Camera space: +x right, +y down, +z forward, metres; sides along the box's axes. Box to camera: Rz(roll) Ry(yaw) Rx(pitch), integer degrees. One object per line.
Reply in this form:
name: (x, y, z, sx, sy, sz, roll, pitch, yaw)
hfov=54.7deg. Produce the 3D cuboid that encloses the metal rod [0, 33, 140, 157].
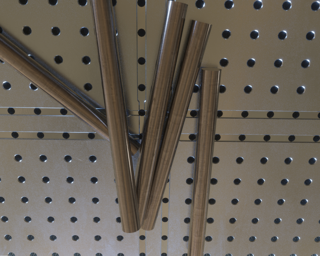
metal rod: (-0.147, -0.061, 0.388, 0.301, 0.025, 0.025, 39, 105, -14)

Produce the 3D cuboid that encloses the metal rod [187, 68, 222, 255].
metal rod: (0.060, 0.066, 0.438, 0.025, 0.025, 0.298, 1, 110, -1)

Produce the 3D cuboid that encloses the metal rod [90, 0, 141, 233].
metal rod: (-0.054, -0.010, 0.386, 0.025, 0.025, 0.298, -6, 102, 2)

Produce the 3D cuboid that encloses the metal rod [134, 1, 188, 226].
metal rod: (-0.008, -0.005, 0.402, 0.025, 0.025, 0.298, 10, 106, -4)

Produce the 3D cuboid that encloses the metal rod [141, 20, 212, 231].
metal rod: (0.015, 0.010, 0.417, 0.025, 0.025, 0.298, 13, 110, -5)
